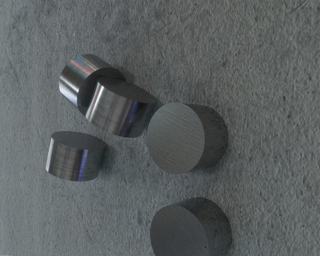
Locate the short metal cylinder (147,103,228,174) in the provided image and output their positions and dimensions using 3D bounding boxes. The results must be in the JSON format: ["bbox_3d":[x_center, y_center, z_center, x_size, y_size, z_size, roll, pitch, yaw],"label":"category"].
[{"bbox_3d":[0.031,0.011,0.363,0.080,0.050,0.080,0,90,40],"label":"short metal cylinder"}]

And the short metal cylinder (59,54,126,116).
[{"bbox_3d":[-0.096,-0.060,0.448,0.050,0.081,0.079,37,113,35],"label":"short metal cylinder"}]

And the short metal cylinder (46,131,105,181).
[{"bbox_3d":[-0.130,0.042,0.476,0.080,0.081,0.050,25,106,37],"label":"short metal cylinder"}]

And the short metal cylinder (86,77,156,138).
[{"bbox_3d":[-0.052,-0.029,0.412,0.080,0.081,0.050,36,113,34],"label":"short metal cylinder"}]

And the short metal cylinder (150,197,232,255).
[{"bbox_3d":[0.035,0.125,0.360,0.080,0.050,0.080,0,90,40],"label":"short metal cylinder"}]
